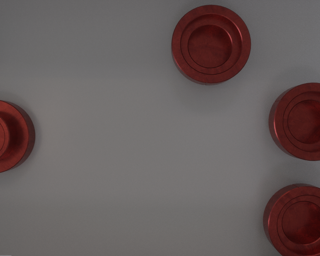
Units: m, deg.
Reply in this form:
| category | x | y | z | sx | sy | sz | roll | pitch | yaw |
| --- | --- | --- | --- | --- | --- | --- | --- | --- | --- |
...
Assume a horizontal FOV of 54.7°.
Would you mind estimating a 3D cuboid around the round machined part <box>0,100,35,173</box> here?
| category | x | y | z | sx | sy | sz | roll | pitch | yaw |
| --- | --- | --- | --- | --- | --- | --- | --- | --- | --- |
| round machined part | -0.219 | 0.011 | 0.401 | 0.099 | 0.042 | 0.097 | 0 | 90 | 0 |

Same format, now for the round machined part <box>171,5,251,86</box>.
| category | x | y | z | sx | sy | sz | roll | pitch | yaw |
| --- | --- | --- | --- | --- | --- | --- | --- | --- | --- |
| round machined part | 0.064 | -0.104 | 0.403 | 0.099 | 0.042 | 0.097 | 0 | 90 | 0 |

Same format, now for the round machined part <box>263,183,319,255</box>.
| category | x | y | z | sx | sy | sz | roll | pitch | yaw |
| --- | --- | --- | --- | --- | --- | --- | --- | --- | --- |
| round machined part | 0.183 | 0.121 | 0.404 | 0.099 | 0.042 | 0.097 | 0 | 90 | 0 |

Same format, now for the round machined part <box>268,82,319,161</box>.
| category | x | y | z | sx | sy | sz | roll | pitch | yaw |
| --- | --- | --- | --- | --- | --- | --- | --- | --- | --- |
| round machined part | 0.190 | -0.008 | 0.404 | 0.099 | 0.042 | 0.097 | 0 | 90 | 0 |
